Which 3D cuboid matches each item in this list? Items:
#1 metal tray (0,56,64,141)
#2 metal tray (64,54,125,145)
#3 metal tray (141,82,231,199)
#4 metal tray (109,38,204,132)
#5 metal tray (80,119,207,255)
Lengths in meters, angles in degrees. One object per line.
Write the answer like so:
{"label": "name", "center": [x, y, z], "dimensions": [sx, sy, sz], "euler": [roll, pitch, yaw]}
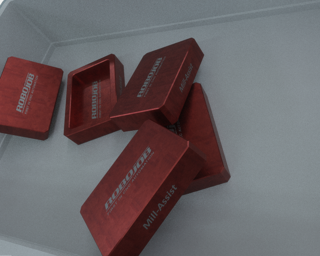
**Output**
{"label": "metal tray", "center": [-0.218, -0.050, 0.509], "dimensions": [0.091, 0.030, 0.130], "euler": [12, 58, -17]}
{"label": "metal tray", "center": [-0.100, -0.047, 0.481], "dimensions": [0.090, 0.030, 0.130], "euler": [-19, 54, 16]}
{"label": "metal tray", "center": [0.024, 0.014, 0.380], "dimensions": [0.090, 0.030, 0.130], "euler": [-20, 54, 15]}
{"label": "metal tray", "center": [-0.002, -0.058, 0.409], "dimensions": [0.090, 0.030, 0.130], "euler": [-8, 45, 39]}
{"label": "metal tray", "center": [-0.022, 0.060, 0.321], "dimensions": [0.130, 0.030, 0.090], "euler": [-54, 33, -4]}
